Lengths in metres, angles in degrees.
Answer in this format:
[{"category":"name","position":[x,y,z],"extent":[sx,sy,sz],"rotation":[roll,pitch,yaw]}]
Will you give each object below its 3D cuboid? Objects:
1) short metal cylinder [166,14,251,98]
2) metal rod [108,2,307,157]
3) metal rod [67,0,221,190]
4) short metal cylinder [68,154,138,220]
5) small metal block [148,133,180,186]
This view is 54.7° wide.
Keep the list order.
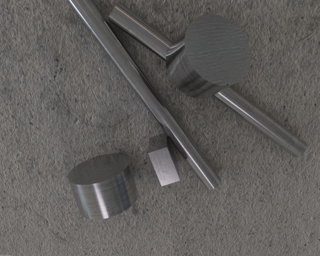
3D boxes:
[{"category":"short metal cylinder","position":[0.053,-0.078,0.348],"extent":[0.081,0.050,0.080],"rotation":[4,78,-21]},{"category":"metal rod","position":[0.068,-0.053,0.390],"extent":[0.301,0.025,0.025],"rotation":[34,106,-12]},{"category":"metal rod","position":[-0.010,-0.036,0.396],"extent":[0.025,0.025,0.300],"rotation":[-33,107,11]},{"category":"short metal cylinder","position":[-0.073,0.074,0.407],"extent":[0.080,0.080,0.050],"rotation":[-11,110,4]},{"category":"small metal block","position":[0.005,0.040,0.411],"extent":[0.025,0.050,0.050],"rotation":[-19,109,7]}]
